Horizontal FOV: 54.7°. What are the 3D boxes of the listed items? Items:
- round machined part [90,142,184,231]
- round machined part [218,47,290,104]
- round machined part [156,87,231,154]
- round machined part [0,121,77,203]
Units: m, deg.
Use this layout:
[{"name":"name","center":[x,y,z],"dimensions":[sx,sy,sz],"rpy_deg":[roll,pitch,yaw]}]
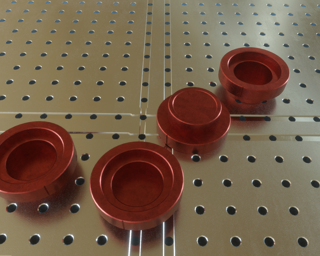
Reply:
[{"name":"round machined part","center":[-0.024,0.066,0.341],"dimensions":[0.099,0.042,0.098],"rpy_deg":[0,50,0]},{"name":"round machined part","center":[0.136,-0.074,0.461],"dimensions":[0.099,0.042,0.098],"rpy_deg":[0,50,0]},{"name":"round machined part","center":[0.045,-0.017,0.411],"dimensions":[0.099,0.042,0.098],"rpy_deg":[0,50,0]},{"name":"round machined part","center":[-0.146,0.042,0.359],"dimensions":[0.099,0.042,0.098],"rpy_deg":[0,50,0]}]
